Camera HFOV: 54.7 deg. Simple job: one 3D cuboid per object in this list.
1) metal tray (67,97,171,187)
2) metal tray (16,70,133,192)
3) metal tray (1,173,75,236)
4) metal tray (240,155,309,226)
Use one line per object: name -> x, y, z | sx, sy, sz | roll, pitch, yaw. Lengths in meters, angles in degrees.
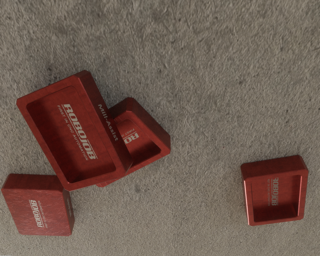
metal tray -> -0.062, 0.025, 0.423 | 0.130, 0.030, 0.090 | -29, 125, 22
metal tray -> -0.100, 0.007, 0.373 | 0.090, 0.030, 0.129 | -18, 106, 19
metal tray -> -0.196, 0.131, 0.513 | 0.091, 0.030, 0.129 | 3, 130, -3
metal tray -> 0.181, 0.104, 0.493 | 0.090, 0.030, 0.129 | -10, 130, 8
